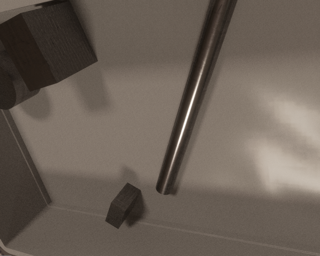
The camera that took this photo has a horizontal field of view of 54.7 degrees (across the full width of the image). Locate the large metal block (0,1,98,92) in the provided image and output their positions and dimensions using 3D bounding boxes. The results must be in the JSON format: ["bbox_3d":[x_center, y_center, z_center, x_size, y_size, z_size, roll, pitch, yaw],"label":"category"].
[{"bbox_3d":[-0.135,-0.101,0.380,0.050,0.080,0.080,-10,114,32],"label":"large metal block"}]

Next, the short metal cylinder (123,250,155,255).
[{"bbox_3d":[-0.039,0.272,0.562,0.080,0.080,0.050,7,122,24],"label":"short metal cylinder"}]

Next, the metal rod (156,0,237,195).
[{"bbox_3d":[0.036,-0.027,0.371,0.025,0.025,0.298,24,127,13],"label":"metal rod"}]

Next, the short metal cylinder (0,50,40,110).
[{"bbox_3d":[-0.228,-0.074,0.464,0.080,0.050,0.079,13,124,20],"label":"short metal cylinder"}]

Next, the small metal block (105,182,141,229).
[{"bbox_3d":[-0.060,0.125,0.499,0.025,0.050,0.050,29,128,10],"label":"small metal block"}]
